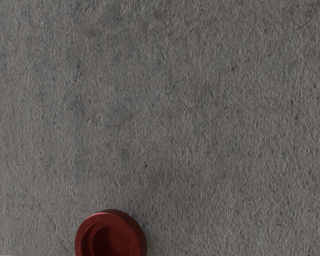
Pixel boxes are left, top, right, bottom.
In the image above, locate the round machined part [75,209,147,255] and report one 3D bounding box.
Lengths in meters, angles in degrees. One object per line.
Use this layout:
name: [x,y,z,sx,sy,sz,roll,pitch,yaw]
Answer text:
round machined part: [-0.062,0.159,0.422,0.098,0.042,0.097,0,90,20]
